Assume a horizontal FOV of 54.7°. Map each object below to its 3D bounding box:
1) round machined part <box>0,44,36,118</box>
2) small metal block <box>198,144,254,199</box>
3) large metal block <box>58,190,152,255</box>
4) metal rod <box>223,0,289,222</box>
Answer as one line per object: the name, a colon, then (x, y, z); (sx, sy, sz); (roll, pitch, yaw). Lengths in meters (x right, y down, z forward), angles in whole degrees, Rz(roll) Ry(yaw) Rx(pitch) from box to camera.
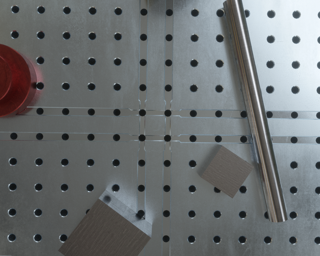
round machined part: (-0.218, -0.062, 0.402); (0.099, 0.042, 0.097); (0, 90, -1)
small metal block: (0.088, 0.057, 0.415); (0.050, 0.025, 0.050); (34, 90, -1)
large metal block: (-0.067, 0.141, 0.400); (0.080, 0.050, 0.080); (37, 90, -1)
metal rod: (0.128, -0.024, 0.415); (0.025, 0.025, 0.298); (-12, 90, 0)
